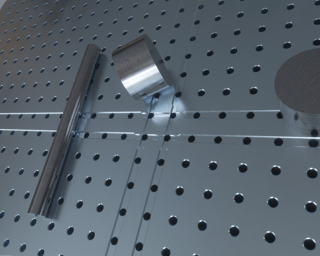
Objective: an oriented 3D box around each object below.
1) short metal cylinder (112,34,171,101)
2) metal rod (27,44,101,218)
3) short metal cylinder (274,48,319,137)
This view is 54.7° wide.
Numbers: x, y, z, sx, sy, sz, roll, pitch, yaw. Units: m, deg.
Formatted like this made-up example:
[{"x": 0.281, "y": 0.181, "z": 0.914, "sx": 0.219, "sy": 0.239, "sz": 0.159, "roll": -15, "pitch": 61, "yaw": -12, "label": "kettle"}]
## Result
[{"x": -0.024, "y": -0.084, "z": 0.438, "sx": 0.050, "sy": 0.080, "sz": 0.080, "roll": -25, "pitch": 53, "yaw": 13, "label": "short metal cylinder"}, {"x": -0.144, "y": -0.012, "z": 0.491, "sx": 0.025, "sy": 0.025, "sz": 0.300, "roll": -4, "pitch": 60, "yaw": 26, "label": "metal rod"}, {"x": 0.167, "y": -0.037, "z": 0.327, "sx": 0.080, "sy": 0.050, "sz": 0.080, "roll": -13, "pitch": 56, "yaw": 21, "label": "short metal cylinder"}]
